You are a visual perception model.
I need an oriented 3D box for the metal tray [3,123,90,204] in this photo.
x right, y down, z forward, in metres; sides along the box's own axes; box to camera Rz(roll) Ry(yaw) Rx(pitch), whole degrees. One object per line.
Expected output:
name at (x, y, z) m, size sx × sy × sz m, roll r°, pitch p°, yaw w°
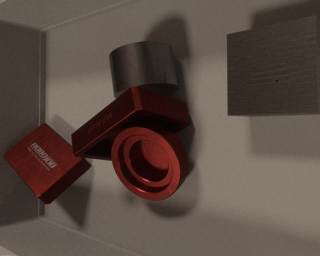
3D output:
metal tray at (-0.193, 0.056, 0.523) m, size 0.130 × 0.030 × 0.090 m, roll 33°, pitch 66°, yaw 34°

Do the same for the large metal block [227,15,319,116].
large metal block at (0.113, -0.052, 0.297) m, size 0.080 × 0.050 × 0.079 m, roll -1°, pitch 90°, yaw 39°

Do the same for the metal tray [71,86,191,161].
metal tray at (-0.039, 0.002, 0.391) m, size 0.130 × 0.091 × 0.030 m, roll -32°, pitch 60°, yaw 35°

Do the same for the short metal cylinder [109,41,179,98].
short metal cylinder at (-0.020, -0.068, 0.386) m, size 0.080 × 0.081 × 0.050 m, roll -14°, pitch 82°, yaw 39°

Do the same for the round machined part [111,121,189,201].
round machined part at (-0.009, 0.038, 0.388) m, size 0.098 × 0.042 × 0.097 m, roll 11°, pitch 113°, yaw 27°
